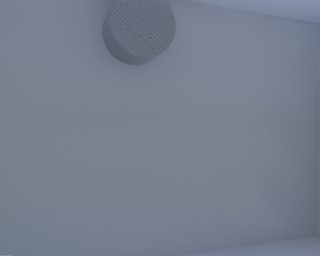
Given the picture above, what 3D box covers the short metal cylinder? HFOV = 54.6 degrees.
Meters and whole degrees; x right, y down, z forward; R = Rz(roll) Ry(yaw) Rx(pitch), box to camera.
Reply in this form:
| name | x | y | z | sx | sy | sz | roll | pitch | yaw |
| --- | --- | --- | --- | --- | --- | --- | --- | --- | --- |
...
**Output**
| name | x | y | z | sx | sy | sz | roll | pitch | yaw |
| --- | --- | --- | --- | --- | --- | --- | --- | --- | --- |
| short metal cylinder | -0.027 | -0.123 | 0.387 | 0.081 | 0.050 | 0.080 | 0 | 90 | -20 |
